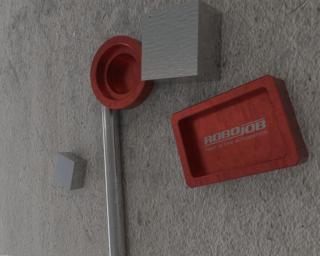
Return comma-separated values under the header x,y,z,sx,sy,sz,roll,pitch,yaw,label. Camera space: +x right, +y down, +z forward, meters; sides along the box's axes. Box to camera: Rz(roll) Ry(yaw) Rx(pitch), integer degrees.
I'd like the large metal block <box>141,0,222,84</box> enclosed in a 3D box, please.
x,y,z,sx,sy,sz,roll,pitch,yaw,label
0.025,-0.096,0.368,0.080,0.050,0.079,2,91,40,large metal block

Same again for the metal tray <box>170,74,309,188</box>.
x,y,z,sx,sy,sz,roll,pitch,yaw,label
0.078,0.009,0.336,0.130,0.030,0.090,-22,76,38,metal tray

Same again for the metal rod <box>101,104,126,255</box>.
x,y,z,sx,sy,sz,roll,pitch,yaw,label
-0.070,0.064,0.462,0.025,0.025,0.298,-6,86,40,metal rod

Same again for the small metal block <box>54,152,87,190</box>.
x,y,z,sx,sy,sz,roll,pitch,yaw,label
-0.154,0.073,0.533,0.050,0.025,0.050,19,102,38,small metal block

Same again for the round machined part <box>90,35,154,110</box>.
x,y,z,sx,sy,sz,roll,pitch,yaw,label
-0.046,-0.073,0.426,0.098,0.042,0.097,0,89,32,round machined part
